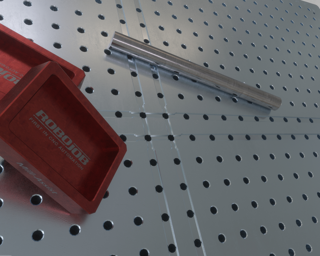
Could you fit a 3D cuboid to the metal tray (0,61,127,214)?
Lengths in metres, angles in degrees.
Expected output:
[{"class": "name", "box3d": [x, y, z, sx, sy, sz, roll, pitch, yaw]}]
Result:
[{"class": "metal tray", "box3d": [-0.094, 0.013, 0.303, 0.130, 0.030, 0.090, 54, 43, -33]}]

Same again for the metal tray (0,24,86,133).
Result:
[{"class": "metal tray", "box3d": [-0.164, -0.060, 0.352, 0.131, 0.030, 0.090, 29, 52, -10]}]

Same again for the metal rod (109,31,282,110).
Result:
[{"class": "metal rod", "box3d": [0.068, -0.085, 0.496, 0.302, 0.025, 0.025, 18, 55, -18]}]

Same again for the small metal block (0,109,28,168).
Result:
[{"class": "small metal block", "box3d": [-0.158, 0.005, 0.304, 0.050, 0.050, 0.025, 46, 51, 3]}]
